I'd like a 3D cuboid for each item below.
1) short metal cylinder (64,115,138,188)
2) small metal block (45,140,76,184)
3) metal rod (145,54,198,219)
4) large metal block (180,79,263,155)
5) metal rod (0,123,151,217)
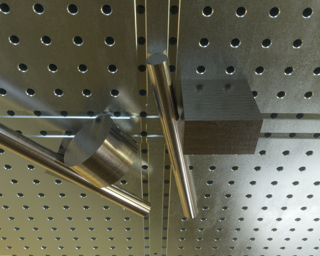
[{"bbox_3d":[-0.076,0.030,0.400,0.080,0.080,0.050,-29,125,22],"label":"short metal cylinder"},{"bbox_3d":[-0.133,0.052,0.454,0.050,0.025,0.050,27,125,-21],"label":"small metal block"},{"bbox_3d":[0.025,0.034,0.440,0.025,0.025,0.298,-9,130,7],"label":"metal rod"},{"bbox_3d":[0.066,-0.015,0.364,0.081,0.080,0.050,0,130,0],"label":"large metal block"},{"bbox_3d":[-0.135,0.051,0.421,0.301,0.025,0.025,34,122,-26],"label":"metal rod"}]
